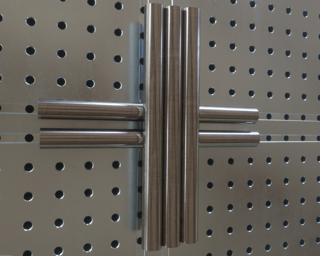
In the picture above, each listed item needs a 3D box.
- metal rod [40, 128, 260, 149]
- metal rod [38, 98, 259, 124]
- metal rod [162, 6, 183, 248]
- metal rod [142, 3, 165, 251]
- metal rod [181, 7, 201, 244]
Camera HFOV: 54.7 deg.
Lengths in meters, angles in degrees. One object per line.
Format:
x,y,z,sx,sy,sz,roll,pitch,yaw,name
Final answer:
0.001,0.014,0.414,0.303,0.025,0.025,1,90,-21,metal rod
0.000,-0.020,0.414,0.303,0.025,0.025,1,90,-21,metal rod
0.015,-0.002,0.393,0.025,0.025,0.298,1,90,-20,metal rod
-0.009,-0.001,0.384,0.025,0.025,0.298,1,90,-20,metal rod
0.038,-0.003,0.402,0.025,0.025,0.298,1,90,-20,metal rod
